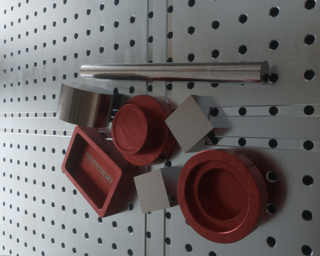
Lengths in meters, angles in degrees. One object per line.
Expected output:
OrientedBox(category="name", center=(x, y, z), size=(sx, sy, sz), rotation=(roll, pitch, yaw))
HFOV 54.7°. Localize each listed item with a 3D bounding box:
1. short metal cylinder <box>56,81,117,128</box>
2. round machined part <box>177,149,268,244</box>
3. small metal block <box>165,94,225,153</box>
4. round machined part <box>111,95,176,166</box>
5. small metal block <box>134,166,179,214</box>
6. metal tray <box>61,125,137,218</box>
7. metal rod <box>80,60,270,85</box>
OrientedBox(category="short metal cylinder", center=(-0.110, -0.036, 0.464), size=(0.080, 0.081, 0.050), rotation=(23, 104, 38))
OrientedBox(category="round machined part", center=(0.071, 0.071, 0.340), size=(0.098, 0.042, 0.097), rotation=(0, 90, 40))
OrientedBox(category="small metal block", center=(0.041, -0.005, 0.376), size=(0.050, 0.025, 0.050), rotation=(-46, 63, 30))
OrientedBox(category="round machined part", center=(-0.028, 0.003, 0.421), size=(0.098, 0.042, 0.097), rotation=(-3, 85, 39))
OrientedBox(category="small metal block", center=(-0.003, 0.083, 0.413), size=(0.050, 0.025, 0.050), rotation=(-24, 75, 37))
OrientedBox(category="metal tray", center=(-0.101, 0.065, 0.489), size=(0.130, 0.030, 0.089), rotation=(38, 114, 33))
OrientedBox(category="metal rod", center=(-0.006, -0.075, 0.414), size=(0.300, 0.025, 0.025), rotation=(9, 96, 39))
